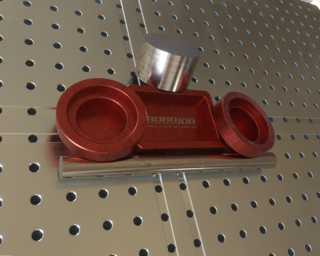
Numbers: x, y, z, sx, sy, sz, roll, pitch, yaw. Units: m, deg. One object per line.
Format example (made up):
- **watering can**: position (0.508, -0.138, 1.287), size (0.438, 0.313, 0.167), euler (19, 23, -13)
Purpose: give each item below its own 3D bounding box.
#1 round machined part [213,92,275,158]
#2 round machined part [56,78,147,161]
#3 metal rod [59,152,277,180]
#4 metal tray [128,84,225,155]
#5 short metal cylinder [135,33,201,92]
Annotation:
- **round machined part**: position (0.115, -0.001, 0.448), size (0.099, 0.042, 0.098), euler (20, 50, -25)
- **round machined part**: position (-0.067, -0.006, 0.354), size (0.099, 0.042, 0.098), euler (9, 57, -14)
- **metal rod**: position (0.031, 0.045, 0.392), size (0.303, 0.025, 0.025), euler (2, 61, -28)
- **metal tray**: position (0.017, -0.009, 0.414), size (0.131, 0.030, 0.090), euler (1, 62, -28)
- **short metal cylinder**: position (0.010, -0.092, 0.430), size (0.081, 0.050, 0.080), euler (14, 31, -8)
